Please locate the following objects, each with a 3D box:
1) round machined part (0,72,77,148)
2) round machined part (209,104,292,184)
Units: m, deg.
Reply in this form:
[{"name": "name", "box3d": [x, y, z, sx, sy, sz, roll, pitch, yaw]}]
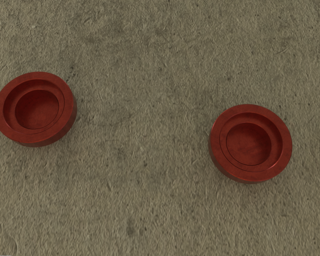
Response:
[{"name": "round machined part", "box3d": [-0.158, -0.021, 0.406, 0.099, 0.042, 0.098, 0, 70, 0]}, {"name": "round machined part", "box3d": [0.110, 0.023, 0.391, 0.099, 0.042, 0.098, 0, 70, 0]}]
